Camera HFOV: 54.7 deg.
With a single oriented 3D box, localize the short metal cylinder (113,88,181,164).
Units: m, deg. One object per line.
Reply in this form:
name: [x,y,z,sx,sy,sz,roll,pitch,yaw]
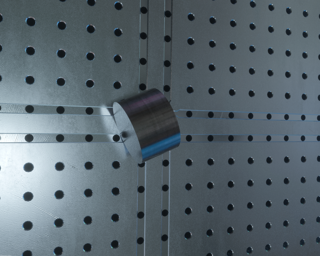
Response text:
short metal cylinder: [-0.017,-0.003,0.378,0.050,0.080,0.080,-23,98,-19]
